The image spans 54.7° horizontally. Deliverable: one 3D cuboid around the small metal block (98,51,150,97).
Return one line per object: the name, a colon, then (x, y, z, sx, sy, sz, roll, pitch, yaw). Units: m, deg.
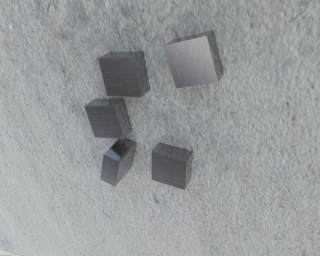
small metal block: (-0.044, -0.067, 0.387, 0.050, 0.025, 0.050, 5, 121, 25)

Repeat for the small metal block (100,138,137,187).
small metal block: (-0.060, 0.048, 0.450, 0.025, 0.050, 0.050, 24, 127, 13)

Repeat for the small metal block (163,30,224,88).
small metal block: (0.038, -0.074, 0.340, 0.050, 0.025, 0.050, -5, 116, 30)

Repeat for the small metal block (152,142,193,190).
small metal block: (0.017, 0.053, 0.429, 0.050, 0.025, 0.050, 14, 124, 20)

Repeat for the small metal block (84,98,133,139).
small metal block: (-0.072, -0.013, 0.434, 0.050, 0.025, 0.050, 2, 119, 27)
